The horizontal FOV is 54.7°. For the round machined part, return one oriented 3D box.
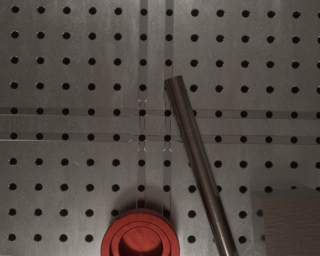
[{"bbox_3d":[-0.024,0.153,0.405,0.099,0.042,0.097,0,90,-1],"label":"round machined part"}]

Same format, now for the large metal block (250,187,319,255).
[{"bbox_3d":[0.168,0.124,0.403,0.081,0.050,0.079,-5,90,-1],"label":"large metal block"}]

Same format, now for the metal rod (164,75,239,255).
[{"bbox_3d":[0.062,0.076,0.414,0.025,0.025,0.298,-18,90,0],"label":"metal rod"}]
